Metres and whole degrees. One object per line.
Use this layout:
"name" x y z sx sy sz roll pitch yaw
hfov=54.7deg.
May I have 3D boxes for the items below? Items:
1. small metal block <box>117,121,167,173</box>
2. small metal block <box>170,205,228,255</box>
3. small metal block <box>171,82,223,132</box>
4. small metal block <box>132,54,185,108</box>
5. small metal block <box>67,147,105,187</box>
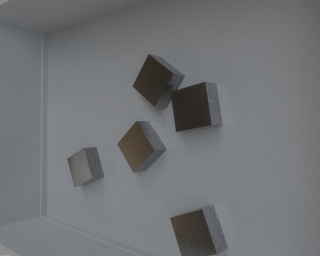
"small metal block" -0.026 0.026 0.429 0.050 0.025 0.050 -48 62 29
"small metal block" 0.046 0.124 0.369 0.050 0.025 0.050 -28 73 36
"small metal block" 0.043 -0.024 0.371 0.050 0.025 0.050 -12 82 39
"small metal block" -0.003 -0.062 0.409 0.050 0.025 0.050 44 116 31
"small metal block" -0.122 0.064 0.508 0.050 0.025 0.050 -30 72 36
